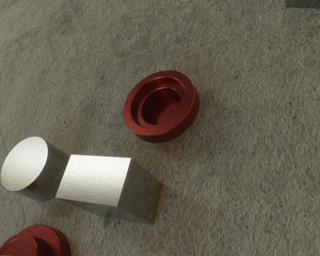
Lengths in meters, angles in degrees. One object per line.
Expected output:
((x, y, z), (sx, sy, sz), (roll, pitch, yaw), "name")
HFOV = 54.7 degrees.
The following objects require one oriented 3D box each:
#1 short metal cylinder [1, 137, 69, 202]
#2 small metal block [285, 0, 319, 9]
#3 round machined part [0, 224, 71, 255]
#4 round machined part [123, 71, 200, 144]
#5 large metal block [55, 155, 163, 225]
((-0.175, 0.059, 0.441), (0.080, 0.050, 0.080), (-13, 56, 20), "short metal cylinder")
((0.201, -0.188, 0.414), (0.050, 0.025, 0.050), (18, 71, 34), "small metal block")
((-0.161, 0.166, 0.373), (0.098, 0.042, 0.098), (-13, 56, 20), "round machined part")
((0.005, -0.023, 0.404), (0.098, 0.042, 0.098), (-13, 56, 20), "round machined part")
((-0.054, 0.071, 0.352), (0.080, 0.080, 0.050), (0, 62, 28), "large metal block")
